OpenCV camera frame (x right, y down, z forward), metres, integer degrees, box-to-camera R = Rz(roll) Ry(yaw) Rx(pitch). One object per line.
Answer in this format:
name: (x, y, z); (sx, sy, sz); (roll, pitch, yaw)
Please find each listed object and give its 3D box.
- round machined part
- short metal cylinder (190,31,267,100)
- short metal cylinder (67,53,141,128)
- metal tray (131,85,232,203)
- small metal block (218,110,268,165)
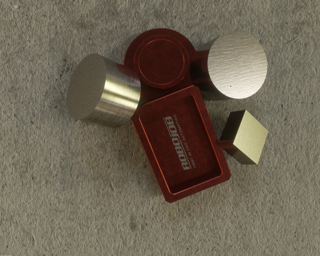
round machined part: (0.002, -0.082, 0.403); (0.099, 0.042, 0.097); (0, 90, 0)
short metal cylinder: (0.085, -0.075, 0.389); (0.081, 0.050, 0.079); (-1, 92, -18)
short metal cylinder: (-0.069, -0.044, 0.376); (0.050, 0.080, 0.080); (16, 90, -44)
metal tray: (0.026, 0.020, 0.398); (0.090, 0.030, 0.129); (-22, 100, 0)
small metal block: (0.107, 0.013, 0.394); (0.050, 0.025, 0.050); (38, 65, -26)
